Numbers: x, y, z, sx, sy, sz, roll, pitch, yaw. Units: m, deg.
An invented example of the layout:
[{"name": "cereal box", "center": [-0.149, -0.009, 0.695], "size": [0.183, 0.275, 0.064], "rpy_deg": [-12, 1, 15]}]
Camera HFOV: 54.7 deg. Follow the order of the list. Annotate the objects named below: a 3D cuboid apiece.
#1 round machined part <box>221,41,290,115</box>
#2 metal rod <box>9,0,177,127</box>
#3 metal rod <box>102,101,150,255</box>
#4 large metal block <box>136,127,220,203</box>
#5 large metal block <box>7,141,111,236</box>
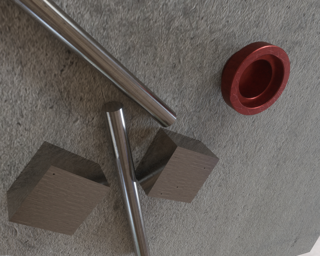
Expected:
[{"name": "round machined part", "center": [0.124, -0.070, 0.423], "size": [0.099, 0.042, 0.097], "rpy_deg": [-14, 125, -21]}, {"name": "metal rod", "center": [-0.079, -0.085, 0.311], "size": [0.025, 0.025, 0.301], "rpy_deg": [-47, 130, 5]}, {"name": "metal rod", "center": [-0.042, 0.098, 0.445], "size": [0.025, 0.025, 0.298], "rpy_deg": [-19, 126, -18]}, {"name": "large metal block", "center": [0.023, 0.055, 0.439], "size": [0.080, 0.050, 0.080], "rpy_deg": [19, 108, -36]}, {"name": "large metal block", "center": [-0.121, 0.074, 0.371], "size": [0.080, 0.050, 0.080], "rpy_deg": [32, 100, -39]}]
